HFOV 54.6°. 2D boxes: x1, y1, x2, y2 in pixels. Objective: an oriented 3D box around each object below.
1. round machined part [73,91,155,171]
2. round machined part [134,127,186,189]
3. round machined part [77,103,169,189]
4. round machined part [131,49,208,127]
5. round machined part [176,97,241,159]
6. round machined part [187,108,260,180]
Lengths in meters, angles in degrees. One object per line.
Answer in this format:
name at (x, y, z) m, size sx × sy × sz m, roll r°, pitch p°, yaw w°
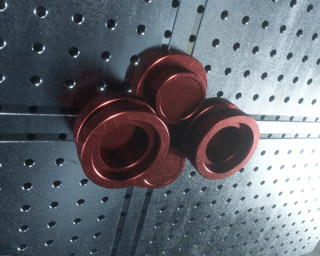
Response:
round machined part at (-0.054, 0.001, 0.370) m, size 0.099 × 0.042 × 0.097 m, roll -14°, pitch 124°, yaw -21°
round machined part at (-0.005, 0.043, 0.423) m, size 0.099 × 0.042 × 0.097 m, roll -14°, pitch 124°, yaw -21°
round machined part at (-0.043, 0.016, 0.344) m, size 0.099 × 0.042 × 0.097 m, roll -14°, pitch 124°, yaw -21°
round machined part at (0.017, -0.043, 0.382) m, size 0.099 × 0.042 × 0.097 m, roll -14°, pitch 124°, yaw -21°
round machined part at (0.066, 0.001, 0.435) m, size 0.099 × 0.042 × 0.097 m, roll -14°, pitch 124°, yaw -21°
round machined part at (0.079, 0.017, 0.411) m, size 0.099 × 0.042 × 0.097 m, roll -14°, pitch 124°, yaw -21°
